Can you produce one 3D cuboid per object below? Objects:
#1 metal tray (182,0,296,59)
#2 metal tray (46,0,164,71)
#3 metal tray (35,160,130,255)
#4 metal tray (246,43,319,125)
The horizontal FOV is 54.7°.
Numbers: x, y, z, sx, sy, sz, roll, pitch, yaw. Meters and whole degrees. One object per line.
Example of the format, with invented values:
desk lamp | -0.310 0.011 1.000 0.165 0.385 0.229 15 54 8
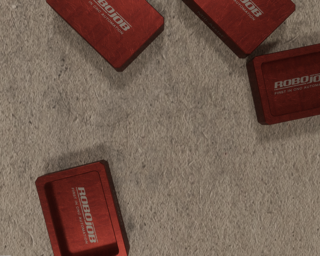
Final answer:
metal tray | 0.099 -0.169 0.409 0.090 0.030 0.130 -45 91 0
metal tray | -0.069 -0.150 0.406 0.130 0.030 0.090 44 90 -1
metal tray | -0.099 0.115 0.406 0.091 0.030 0.129 -14 90 -1
metal tray | 0.190 -0.060 0.409 0.131 0.030 0.089 -12 90 -1
